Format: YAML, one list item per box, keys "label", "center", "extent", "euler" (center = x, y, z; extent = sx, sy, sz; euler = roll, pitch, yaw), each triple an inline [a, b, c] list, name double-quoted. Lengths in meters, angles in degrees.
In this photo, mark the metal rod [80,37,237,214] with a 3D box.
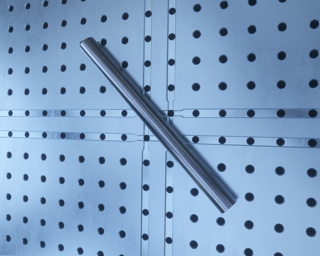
- label: "metal rod"
  center: [-0.010, -0.012, 0.417]
  extent: [0.025, 0.025, 0.300]
  euler: [-44, 76, 15]
